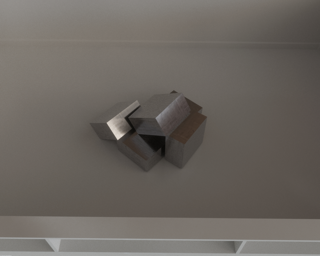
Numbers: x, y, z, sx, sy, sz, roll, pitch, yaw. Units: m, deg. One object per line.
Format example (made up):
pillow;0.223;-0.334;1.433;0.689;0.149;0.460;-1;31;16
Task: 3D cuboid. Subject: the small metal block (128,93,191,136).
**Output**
small metal block;-0.001;-0.017;0.369;0.050;0.025;0.050;3;40;48

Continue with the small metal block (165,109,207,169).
small metal block;0.031;0.013;0.376;0.025;0.050;0.050;29;56;21

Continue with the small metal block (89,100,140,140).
small metal block;-0.054;-0.010;0.395;0.050;0.025;0.050;-41;23;-28

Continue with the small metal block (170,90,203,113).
small metal block;0.021;-0.018;0.418;0.050;0.025;0.050;35;58;25

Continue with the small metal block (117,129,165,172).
small metal block;-0.018;0.019;0.387;0.050;0.025;0.050;35;58;25
